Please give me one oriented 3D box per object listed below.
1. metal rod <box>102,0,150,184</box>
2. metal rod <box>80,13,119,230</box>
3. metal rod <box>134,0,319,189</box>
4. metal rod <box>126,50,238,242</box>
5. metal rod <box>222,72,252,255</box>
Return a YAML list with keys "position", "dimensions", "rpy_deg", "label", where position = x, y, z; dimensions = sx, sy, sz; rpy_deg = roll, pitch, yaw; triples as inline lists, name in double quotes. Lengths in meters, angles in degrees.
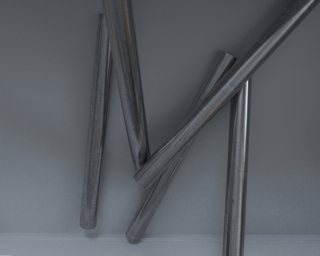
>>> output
- position: [-0.030, -0.032, 0.333]
  dimensions: [0.025, 0.025, 0.298]
  rpy_deg: [-3, 136, 1]
  label: "metal rod"
- position: [-0.083, 0.006, 0.412]
  dimensions: [0.025, 0.025, 0.298]
  rpy_deg: [9, 110, -4]
  label: "metal rod"
- position: [0.075, -0.042, 0.370]
  dimensions: [0.025, 0.025, 0.299]
  rpy_deg: [40, 99, -14]
  label: "metal rod"
- position: [0.022, 0.037, 0.425]
  dimensions: [0.025, 0.025, 0.298]
  rpy_deg: [24, 108, -9]
  label: "metal rod"
- position: [0.092, 0.081, 0.376]
  dimensions: [0.025, 0.025, 0.298]
  rpy_deg: [5, 85, -2]
  label: "metal rod"
